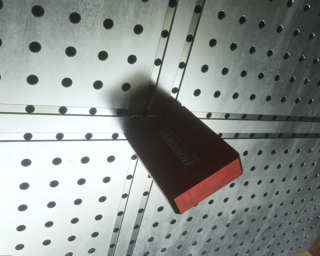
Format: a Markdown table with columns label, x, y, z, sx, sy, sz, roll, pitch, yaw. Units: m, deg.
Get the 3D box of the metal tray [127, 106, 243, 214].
| label | x | y | z | sx | sy | sz | roll | pitch | yaw |
| --- | --- | --- | --- | --- | --- | --- | --- | --- | --- |
| metal tray | 0.025 | 0.031 | 0.377 | 0.090 | 0.130 | 0.030 | -31 | 129 | -9 |
